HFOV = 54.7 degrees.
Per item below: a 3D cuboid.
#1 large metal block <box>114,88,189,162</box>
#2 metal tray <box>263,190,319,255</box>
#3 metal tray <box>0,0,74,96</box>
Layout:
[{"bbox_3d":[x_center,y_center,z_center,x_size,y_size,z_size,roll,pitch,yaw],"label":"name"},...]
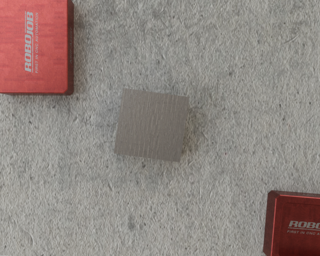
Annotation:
[{"bbox_3d":[-0.010,-0.004,0.397,0.081,0.050,0.080,8,90,-1],"label":"large metal block"},{"bbox_3d":[0.209,0.135,0.410,0.131,0.030,0.089,5,90,-1],"label":"metal tray"},{"bbox_3d":[-0.162,-0.109,0.405,0.091,0.030,0.129,0,90,-1],"label":"metal tray"}]
